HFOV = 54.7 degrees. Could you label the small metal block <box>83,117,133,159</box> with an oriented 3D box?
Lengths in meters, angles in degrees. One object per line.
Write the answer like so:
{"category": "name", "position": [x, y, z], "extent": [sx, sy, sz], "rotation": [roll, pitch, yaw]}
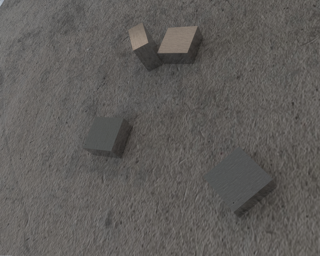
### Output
{"category": "small metal block", "position": [-0.073, 0.013, 0.434], "extent": [0.050, 0.025, 0.050], "rotation": [4, 63, 30]}

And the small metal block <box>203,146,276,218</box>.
{"category": "small metal block", "position": [0.083, 0.057, 0.325], "extent": [0.050, 0.025, 0.050], "rotation": [-40, 51, 1]}

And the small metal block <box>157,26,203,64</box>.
{"category": "small metal block", "position": [0.031, -0.124, 0.464], "extent": [0.050, 0.025, 0.050], "rotation": [8, 65, 31]}

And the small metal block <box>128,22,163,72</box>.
{"category": "small metal block", "position": [-0.022, -0.124, 0.475], "extent": [0.025, 0.050, 0.050], "rotation": [-24, 53, 13]}
